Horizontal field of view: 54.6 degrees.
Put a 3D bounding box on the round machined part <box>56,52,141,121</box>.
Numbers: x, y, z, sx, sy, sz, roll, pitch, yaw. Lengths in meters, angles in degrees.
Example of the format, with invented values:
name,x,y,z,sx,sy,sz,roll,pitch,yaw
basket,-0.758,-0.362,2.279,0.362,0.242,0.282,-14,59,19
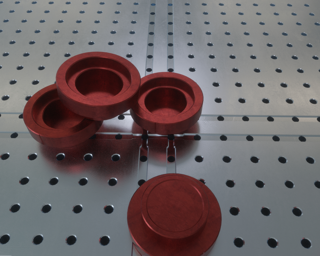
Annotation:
name,x,y,z,sx,sy,sz,roll,pitch,yaw
round machined part,-0.075,-0.048,0.382,0.099,0.042,0.098,5,49,-6

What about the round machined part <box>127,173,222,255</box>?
name,x,y,z,sx,sy,sz,roll,pitch,yaw
round machined part,0.015,0.089,0.322,0.099,0.042,0.098,0,50,0

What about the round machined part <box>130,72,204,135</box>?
name,x,y,z,sx,sy,sz,roll,pitch,yaw
round machined part,0.008,-0.029,0.421,0.099,0.042,0.098,0,50,0

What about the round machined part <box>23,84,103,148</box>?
name,x,y,z,sx,sy,sz,roll,pitch,yaw
round machined part,-0.122,-0.013,0.407,0.099,0.042,0.098,0,50,0
